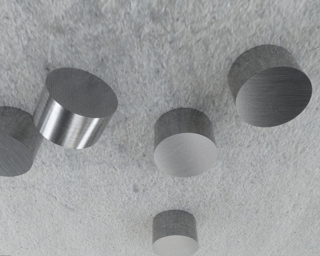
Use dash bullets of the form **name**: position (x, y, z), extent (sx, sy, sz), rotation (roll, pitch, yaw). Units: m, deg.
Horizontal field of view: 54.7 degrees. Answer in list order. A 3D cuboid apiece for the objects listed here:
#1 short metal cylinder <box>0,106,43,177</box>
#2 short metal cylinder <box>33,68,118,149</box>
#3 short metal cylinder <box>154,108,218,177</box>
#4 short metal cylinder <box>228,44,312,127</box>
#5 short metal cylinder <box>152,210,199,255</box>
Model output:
- **short metal cylinder**: position (-0.200, 0.018, 0.403), extent (0.081, 0.050, 0.079), rotation (0, 130, 0)
- **short metal cylinder**: position (-0.095, -0.023, 0.350), extent (0.080, 0.080, 0.050), rotation (23, 126, -19)
- **short metal cylinder**: position (0.032, 0.020, 0.408), extent (0.081, 0.050, 0.079), rotation (0, 130, 0)
- **short metal cylinder**: position (0.122, -0.047, 0.353), extent (0.081, 0.050, 0.079), rotation (0, 130, 0)
- **short metal cylinder**: position (0.027, 0.191, 0.554), extent (0.081, 0.050, 0.079), rotation (0, 130, 0)
